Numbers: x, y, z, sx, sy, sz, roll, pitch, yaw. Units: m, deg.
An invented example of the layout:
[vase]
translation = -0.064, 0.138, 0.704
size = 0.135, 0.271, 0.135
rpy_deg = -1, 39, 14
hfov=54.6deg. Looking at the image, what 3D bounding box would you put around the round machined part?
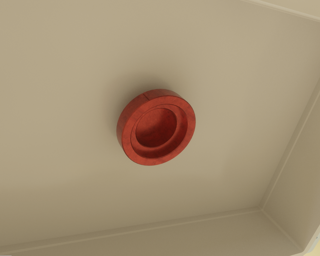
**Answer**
[round machined part]
translation = -0.008, -0.004, 0.390
size = 0.099, 0.042, 0.097
rpy_deg = -14, 124, -21
